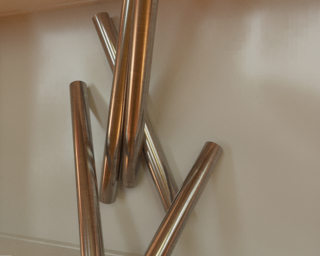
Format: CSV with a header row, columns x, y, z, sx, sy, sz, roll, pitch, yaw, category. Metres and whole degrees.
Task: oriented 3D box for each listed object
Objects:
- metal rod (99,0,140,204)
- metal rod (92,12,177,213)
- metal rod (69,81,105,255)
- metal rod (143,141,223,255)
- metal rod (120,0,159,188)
x,y,z,sx,sy,sz,roll,pitch,yaw,category
-0.049,-0.037,0.385,0.025,0.025,0.298,18,112,19,metal rod
-0.030,-0.019,0.420,0.025,0.025,0.299,-24,82,18,metal rod
-0.090,0.063,0.376,0.025,0.025,0.299,-25,57,18,metal rod
-0.005,0.136,0.319,0.025,0.025,0.301,23,61,18,metal rod
-0.024,-0.055,0.354,0.025,0.025,0.298,18,120,18,metal rod
